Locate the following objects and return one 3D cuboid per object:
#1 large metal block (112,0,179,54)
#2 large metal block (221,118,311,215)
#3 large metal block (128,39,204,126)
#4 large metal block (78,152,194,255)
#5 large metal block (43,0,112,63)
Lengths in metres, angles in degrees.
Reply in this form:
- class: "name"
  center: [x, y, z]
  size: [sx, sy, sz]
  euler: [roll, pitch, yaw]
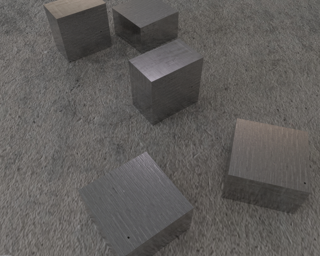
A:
- class: "large metal block"
  center: [-0.025, -0.184, 0.541]
  size: [0.081, 0.050, 0.080]
  euler: [-32, 57, -24]
- class: "large metal block"
  center: [0.119, 0.042, 0.352]
  size: [0.080, 0.050, 0.080]
  euler: [12, 51, 9]
- class: "large metal block"
  center: [0.008, -0.062, 0.419]
  size: [0.081, 0.080, 0.050]
  euler: [-29, 56, -22]
- class: "large metal block"
  center: [-0.024, 0.084, 0.316]
  size: [0.081, 0.050, 0.080]
  euler: [-29, 56, -22]
- class: "large metal block"
  center: [-0.131, -0.165, 0.505]
  size: [0.081, 0.080, 0.050]
  euler: [-29, 56, -22]
